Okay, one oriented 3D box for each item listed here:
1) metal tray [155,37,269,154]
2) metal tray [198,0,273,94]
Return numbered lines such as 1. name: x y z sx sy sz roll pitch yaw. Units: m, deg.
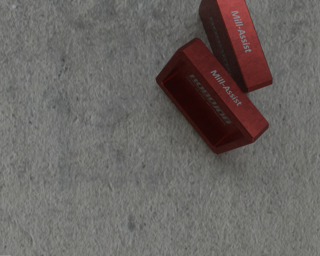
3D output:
1. metal tray: 0.058 -0.033 0.376 0.030 0.090 0.130 -39 91 -23
2. metal tray: 0.088 -0.104 0.378 0.030 0.090 0.129 -20 90 0
